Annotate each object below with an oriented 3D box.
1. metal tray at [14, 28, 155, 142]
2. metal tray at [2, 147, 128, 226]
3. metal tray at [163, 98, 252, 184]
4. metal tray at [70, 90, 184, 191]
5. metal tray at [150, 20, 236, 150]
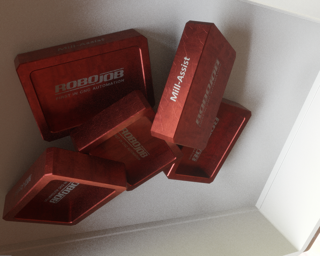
[{"bbox_3d":[-0.074,-0.047,0.334,0.131,0.030,0.089,-19,126,-18],"label":"metal tray"},{"bbox_3d":[-0.109,0.073,0.352,0.091,0.030,0.129,19,137,-36],"label":"metal tray"},{"bbox_3d":[0.065,0.018,0.452,0.091,0.030,0.129,13,112,-34],"label":"metal tray"},{"bbox_3d":[-0.032,0.022,0.373,0.090,0.030,0.130,-33,144,2],"label":"metal tray"},{"bbox_3d":[0.043,-0.043,0.357,0.090,0.030,0.129,18,90,-59],"label":"metal tray"}]
